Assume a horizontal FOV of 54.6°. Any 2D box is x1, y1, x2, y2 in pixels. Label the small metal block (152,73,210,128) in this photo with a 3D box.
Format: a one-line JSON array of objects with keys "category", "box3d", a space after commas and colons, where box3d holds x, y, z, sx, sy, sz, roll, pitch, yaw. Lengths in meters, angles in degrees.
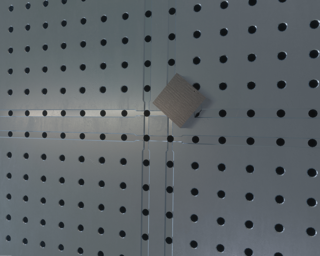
[{"category": "small metal block", "box3d": [0.028, -0.035, 0.403, 0.050, 0.025, 0.050, 43, 103, 15]}]
